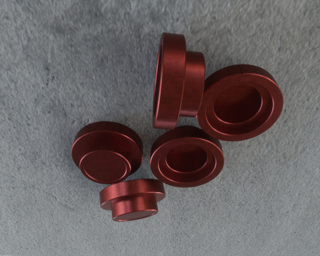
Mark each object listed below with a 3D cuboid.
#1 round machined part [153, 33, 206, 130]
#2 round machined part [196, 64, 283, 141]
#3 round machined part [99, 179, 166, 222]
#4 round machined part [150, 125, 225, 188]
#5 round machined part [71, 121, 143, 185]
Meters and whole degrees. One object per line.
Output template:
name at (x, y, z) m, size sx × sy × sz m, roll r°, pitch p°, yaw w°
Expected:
round machined part at (0.018, -0.046, 0.320) m, size 0.042 × 0.098 × 0.097 m, roll 5°, pitch 130°, yaw -5°
round machined part at (0.090, -0.033, 0.369) m, size 0.099 × 0.042 × 0.097 m, roll -1°, pitch 130°, yaw 0°
round machined part at (-0.040, 0.112, 0.466) m, size 0.099 × 0.042 × 0.098 m, roll -10°, pitch 155°, yaw -4°
round machined part at (0.036, 0.035, 0.427) m, size 0.099 × 0.042 × 0.097 m, roll -1°, pitch 130°, yaw 0°
round machined part at (-0.074, 0.041, 0.430) m, size 0.099 × 0.042 × 0.097 m, roll -1°, pitch 130°, yaw 0°
